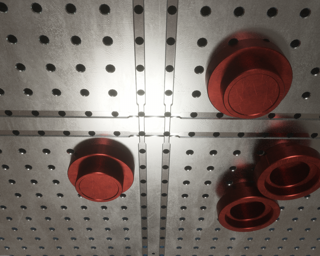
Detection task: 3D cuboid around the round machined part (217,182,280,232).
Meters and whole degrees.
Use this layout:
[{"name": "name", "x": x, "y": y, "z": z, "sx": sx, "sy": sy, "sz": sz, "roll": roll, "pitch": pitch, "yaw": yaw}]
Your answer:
[{"name": "round machined part", "x": 0.142, "y": 0.127, "z": 0.511, "sx": 0.099, "sy": 0.042, "sz": 0.097, "roll": -1, "pitch": 130, "yaw": 0}]

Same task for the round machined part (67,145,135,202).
[{"name": "round machined part", "x": -0.088, "y": 0.074, "z": 0.462, "sx": 0.099, "sy": 0.042, "sz": 0.097, "roll": -1, "pitch": 130, "yaw": 0}]

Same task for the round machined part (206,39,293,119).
[{"name": "round machined part", "x": 0.104, "y": -0.049, "z": 0.360, "sx": 0.099, "sy": 0.042, "sz": 0.097, "roll": -1, "pitch": 130, "yaw": 0}]

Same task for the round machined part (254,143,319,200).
[{"name": "round machined part", "x": 0.187, "y": 0.060, "z": 0.454, "sx": 0.099, "sy": 0.042, "sz": 0.097, "roll": -1, "pitch": 130, "yaw": 0}]
